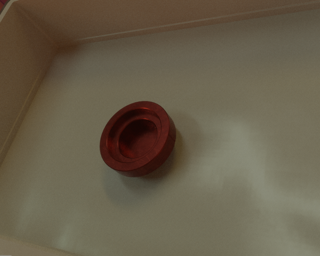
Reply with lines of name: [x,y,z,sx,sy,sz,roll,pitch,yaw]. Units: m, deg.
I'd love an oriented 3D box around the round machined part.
round machined part: [-0.024,0.017,0.398,0.098,0.042,0.098,-13,56,21]
